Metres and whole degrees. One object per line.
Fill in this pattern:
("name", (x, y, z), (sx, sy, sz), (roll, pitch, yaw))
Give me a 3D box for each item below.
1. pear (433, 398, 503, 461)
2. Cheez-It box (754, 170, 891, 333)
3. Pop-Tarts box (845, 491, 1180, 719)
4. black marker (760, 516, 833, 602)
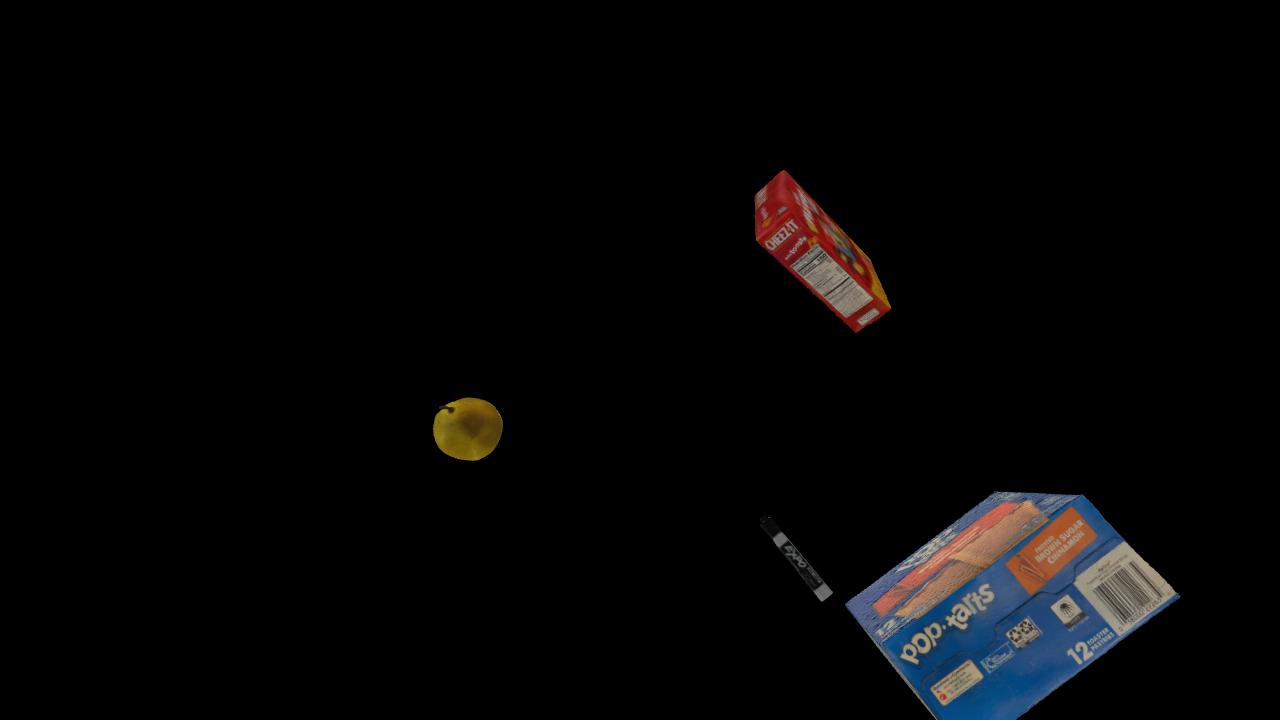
("pear", (-0.200, 0.070, 0.706), (0.080, 0.080, 0.111), (0, -27, -9))
("Cheez-It box", (0.271, -0.166, 0.932), (0.071, 0.223, 0.166), (-40, 22, 30))
("Pop-Tarts box", (0.254, 0.178, 0.454), (0.167, 0.083, 0.141), (-37, -14, 1))
("black marker", (0.195, 0.248, 0.777), (0.020, 0.121, 0.020), (-32, -24, -16))
